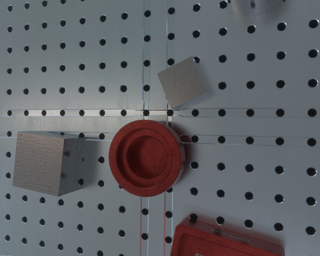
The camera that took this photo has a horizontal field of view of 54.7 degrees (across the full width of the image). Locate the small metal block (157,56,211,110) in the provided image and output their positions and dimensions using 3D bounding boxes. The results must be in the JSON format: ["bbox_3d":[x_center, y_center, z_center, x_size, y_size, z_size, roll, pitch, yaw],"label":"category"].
[{"bbox_3d":[0.031,-0.057,0.401,0.050,0.025,0.050,-24,82,18],"label":"small metal block"}]

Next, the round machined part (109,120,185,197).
[{"bbox_3d":[-0.014,0.038,0.408,0.098,0.042,0.097,0,90,20],"label":"round machined part"}]

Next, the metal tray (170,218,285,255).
[{"bbox_3d":[0.077,0.175,0.382,0.130,0.030,0.089,12,94,19],"label":"metal tray"}]

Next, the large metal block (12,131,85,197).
[{"bbox_3d":[-0.163,0.049,0.457,0.080,0.050,0.079,7,93,19],"label":"large metal block"}]

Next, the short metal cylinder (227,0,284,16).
[{"bbox_3d":[0.112,-0.179,0.360,0.080,0.050,0.079,0,90,20],"label":"short metal cylinder"}]
